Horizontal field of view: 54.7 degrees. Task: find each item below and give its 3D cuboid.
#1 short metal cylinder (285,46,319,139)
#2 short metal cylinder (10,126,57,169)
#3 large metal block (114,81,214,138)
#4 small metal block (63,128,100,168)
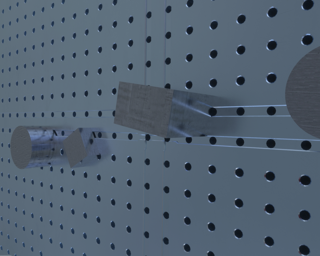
[{"bbox_3d":[0.156,-0.029,0.264,0.080,0.050,0.079,0,90,39],"label":"short metal cylinder"},{"bbox_3d":[-0.240,0.035,0.587,0.080,0.050,0.079,0,90,39],"label":"short metal cylinder"},{"bbox_3d":[0.005,-0.022,0.367,0.080,0.081,0.050,15,99,39],"label":"large metal block"},{"bbox_3d":[-0.132,0.033,0.515,0.050,0.025,0.050,-34,69,34],"label":"small metal block"}]
